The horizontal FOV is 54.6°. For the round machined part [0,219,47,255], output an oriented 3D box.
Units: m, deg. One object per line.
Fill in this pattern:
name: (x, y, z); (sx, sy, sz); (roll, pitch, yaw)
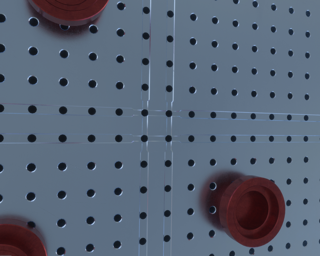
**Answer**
round machined part: (-0.176, 0.154, 0.339); (0.099, 0.042, 0.097); (0, 90, -20)

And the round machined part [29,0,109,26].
round machined part: (-0.109, -0.168, 0.363); (0.099, 0.042, 0.097); (0, 90, -20)

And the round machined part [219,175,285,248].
round machined part: (0.129, 0.117, 0.451); (0.099, 0.042, 0.097); (0, 90, -20)
